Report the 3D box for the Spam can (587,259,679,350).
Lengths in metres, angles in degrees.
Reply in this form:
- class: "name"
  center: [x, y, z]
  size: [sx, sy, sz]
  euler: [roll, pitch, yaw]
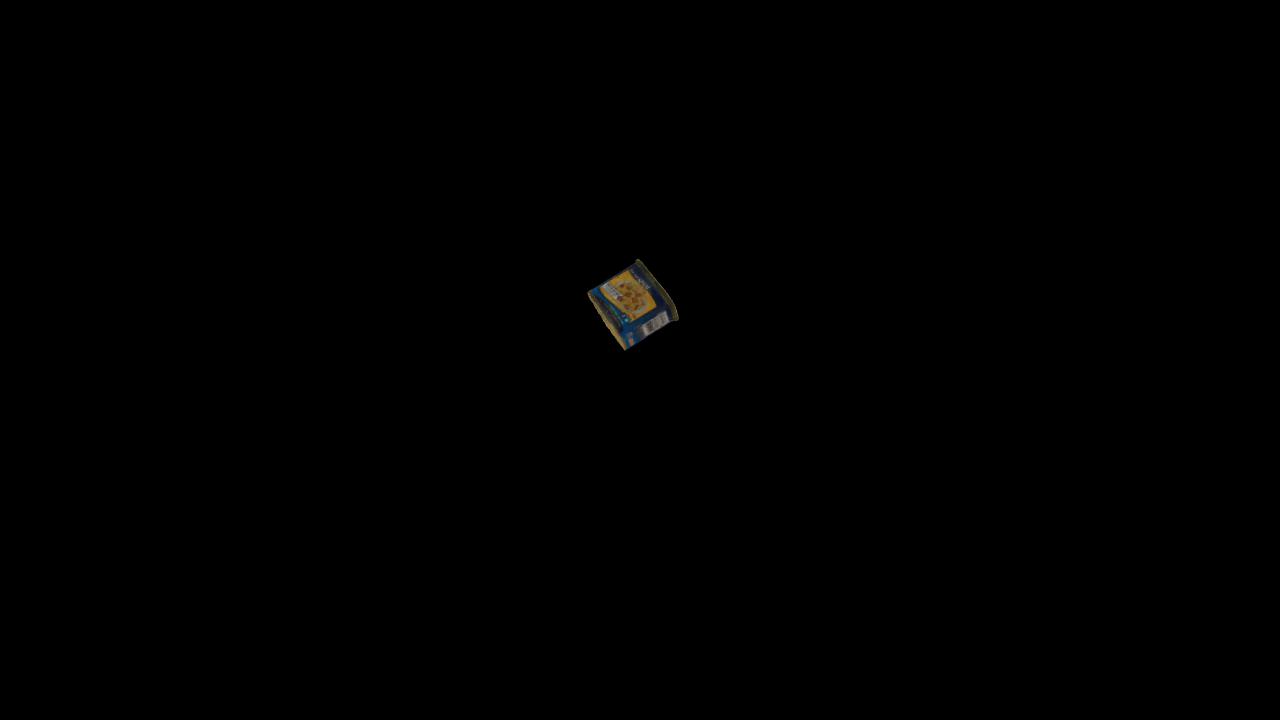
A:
- class: "Spam can"
  center: [-0.011, -0.074, 0.831]
  size: [0.085, 0.101, 0.058]
  euler: [-32, -34, -6]
